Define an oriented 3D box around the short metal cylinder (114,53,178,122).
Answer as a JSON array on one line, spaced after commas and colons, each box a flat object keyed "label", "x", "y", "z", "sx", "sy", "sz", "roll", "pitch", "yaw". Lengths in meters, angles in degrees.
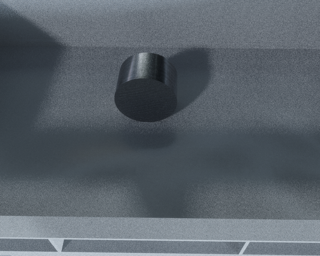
[{"label": "short metal cylinder", "x": -0.017, "y": -0.053, "z": 0.414, "sx": 0.080, "sy": 0.080, "sz": 0.050, "roll": 2, "pitch": 50, "yaw": 2}]
